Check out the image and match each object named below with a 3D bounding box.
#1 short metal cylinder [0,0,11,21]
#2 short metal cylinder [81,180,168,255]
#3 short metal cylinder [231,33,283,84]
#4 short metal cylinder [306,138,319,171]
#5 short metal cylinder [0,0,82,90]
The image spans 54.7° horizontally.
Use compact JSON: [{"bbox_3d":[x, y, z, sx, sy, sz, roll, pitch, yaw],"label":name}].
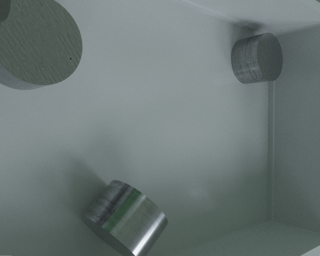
[{"bbox_3d":[-0.140,-0.115,0.210,0.050,0.080,0.079,-3,92,-10],"label":"short metal cylinder"},{"bbox_3d":[-0.039,0.103,0.340,0.050,0.080,0.080,-50,120,-28],"label":"short metal cylinder"},{"bbox_3d":[0.168,-0.118,0.534,0.081,0.050,0.079,0,90,-40],"label":"short metal cylinder"},{"bbox_3d":[0.384,0.063,0.720,0.081,0.050,0.079,0,90,-40],"label":"short metal cylinder"},{"bbox_3d":[-0.121,-0.077,0.289,0.081,0.050,0.079,0,90,-41],"label":"short metal cylinder"}]
